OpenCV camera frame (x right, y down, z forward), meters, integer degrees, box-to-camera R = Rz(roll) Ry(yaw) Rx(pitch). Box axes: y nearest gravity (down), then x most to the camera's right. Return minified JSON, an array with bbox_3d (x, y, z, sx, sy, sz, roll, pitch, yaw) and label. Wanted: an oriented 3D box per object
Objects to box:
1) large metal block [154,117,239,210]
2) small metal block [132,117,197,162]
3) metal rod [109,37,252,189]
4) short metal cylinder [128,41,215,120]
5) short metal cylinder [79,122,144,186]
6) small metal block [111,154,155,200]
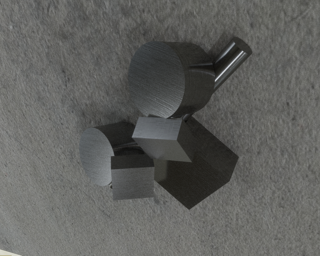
[{"bbox_3d":[0.039,0.046,0.397,0.080,0.050,0.080,41,129,-1],"label":"large metal block"},{"bbox_3d":[0.006,0.013,0.331,0.050,0.025,0.050,2,150,27],"label":"small metal block"},{"bbox_3d":[0.006,0.003,0.405,0.025,0.025,0.298,41,129,-1],"label":"metal rod"},{"bbox_3d":[0.011,-0.052,0.334,0.080,0.050,0.079,12,108,42],"label":"short metal cylinder"},{"bbox_3d":[-0.068,0.034,0.429,0.080,0.050,0.079,12,108,41],"label":"short metal cylinder"},{"bbox_3d":[-0.034,0.061,0.382,0.050,0.025,0.050,-3,123,-8],"label":"small metal block"}]
